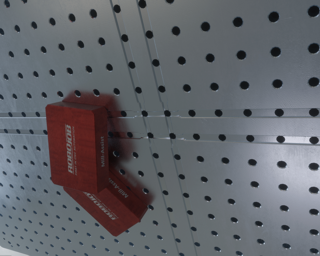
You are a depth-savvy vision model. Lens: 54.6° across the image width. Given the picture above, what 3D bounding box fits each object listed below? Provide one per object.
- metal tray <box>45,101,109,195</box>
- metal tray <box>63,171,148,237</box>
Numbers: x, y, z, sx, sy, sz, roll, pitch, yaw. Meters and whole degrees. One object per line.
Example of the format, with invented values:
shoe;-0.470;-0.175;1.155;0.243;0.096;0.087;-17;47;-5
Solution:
metal tray;-0.125;0.029;0.472;0.090;0.030;0.129;8;107;24
metal tray;-0.096;0.120;0.534;0.130;0.030;0.090;44;129;-3
